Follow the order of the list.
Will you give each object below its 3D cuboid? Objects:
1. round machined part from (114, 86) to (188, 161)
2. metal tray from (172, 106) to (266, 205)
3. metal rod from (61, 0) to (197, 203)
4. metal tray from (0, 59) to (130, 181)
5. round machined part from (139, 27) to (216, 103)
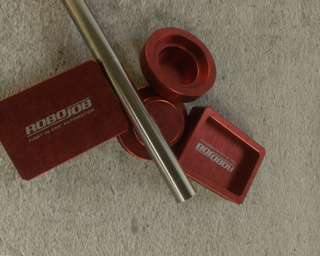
[{"bbox_3d":[-0.007,-0.006,0.399,0.099,0.042,0.097,0,90,-20],"label":"round machined part"},{"bbox_3d":[0.080,0.039,0.426,0.130,0.030,0.090,33,79,-28],"label":"metal tray"},{"bbox_3d":[-0.044,-0.051,0.358,0.025,0.025,0.299,-29,87,-18],"label":"metal rod"},{"bbox_3d":[-0.113,-0.010,0.355,0.131,0.030,0.090,-28,97,-9],"label":"metal tray"},{"bbox_3d":[0.019,-0.076,0.397,0.099,0.042,0.098,11,64,-23],"label":"round machined part"}]
